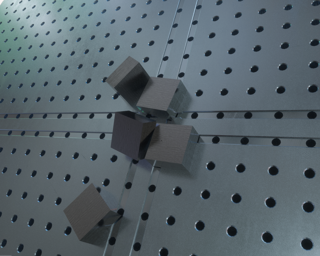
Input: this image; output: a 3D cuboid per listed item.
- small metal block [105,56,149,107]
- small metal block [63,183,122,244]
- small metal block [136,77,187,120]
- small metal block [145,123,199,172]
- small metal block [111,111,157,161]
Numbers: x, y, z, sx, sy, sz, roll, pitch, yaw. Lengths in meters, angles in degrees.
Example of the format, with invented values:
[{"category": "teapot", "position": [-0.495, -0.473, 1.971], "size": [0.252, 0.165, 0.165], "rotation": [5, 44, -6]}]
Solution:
[{"category": "small metal block", "position": [-0.043, -0.068, 0.455], "size": [0.050, 0.050, 0.025], "rotation": [-47, 52, -5]}, {"category": "small metal block", "position": [-0.085, 0.106, 0.386], "size": [0.050, 0.025, 0.050], "rotation": [-44, 51, -3]}, {"category": "small metal block", "position": [0.003, -0.042, 0.431], "size": [0.050, 0.025, 0.050], "rotation": [12, 68, 32]}, {"category": "small metal block", "position": [0.015, 0.023, 0.385], "size": [0.050, 0.025, 0.050], "rotation": [5, 64, 29]}, {"category": "small metal block", "position": [-0.035, 0.009, 0.404], "size": [0.050, 0.025, 0.050], "rotation": [21, 109, 36]}]
